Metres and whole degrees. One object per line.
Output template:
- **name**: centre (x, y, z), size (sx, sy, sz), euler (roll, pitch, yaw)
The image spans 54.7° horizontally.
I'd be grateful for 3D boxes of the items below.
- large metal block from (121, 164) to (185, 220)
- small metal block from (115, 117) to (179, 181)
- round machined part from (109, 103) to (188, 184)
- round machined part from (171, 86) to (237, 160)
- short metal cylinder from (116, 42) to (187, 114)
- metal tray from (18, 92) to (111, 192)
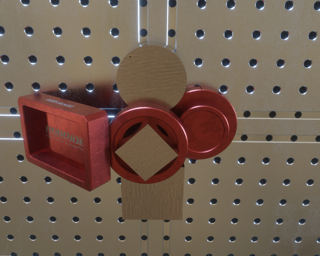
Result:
- **large metal block**: centre (-0.010, 0.077, 0.425), size (0.081, 0.050, 0.079), euler (1, 110, -1)
- **small metal block**: centre (-0.015, 0.024, 0.356), size (0.050, 0.025, 0.050), euler (-40, 106, 13)
- **round machined part**: centre (-0.017, 0.016, 0.379), size (0.099, 0.042, 0.097), euler (0, 110, 0)
- **round machined part**: centre (0.052, -0.002, 0.402), size (0.099, 0.042, 0.097), euler (0, 110, 0)
- **short metal cylinder**: centre (-0.010, -0.062, 0.376), size (0.081, 0.050, 0.079), euler (0, 110, 0)
- **metal tray**: centre (-0.118, 0.013, 0.376), size (0.130, 0.030, 0.089), euler (15, 115, 34)
